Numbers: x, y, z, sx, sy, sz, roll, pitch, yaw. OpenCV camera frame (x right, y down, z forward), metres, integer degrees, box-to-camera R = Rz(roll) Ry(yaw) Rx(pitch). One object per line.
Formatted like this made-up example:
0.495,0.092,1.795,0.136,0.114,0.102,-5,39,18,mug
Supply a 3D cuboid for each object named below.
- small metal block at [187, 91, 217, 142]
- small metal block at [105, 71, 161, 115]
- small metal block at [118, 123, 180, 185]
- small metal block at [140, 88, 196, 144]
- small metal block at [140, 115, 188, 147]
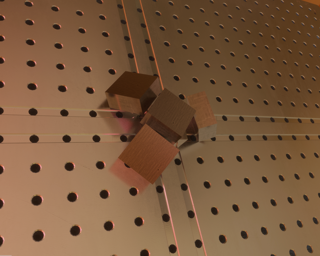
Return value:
0.058,-0.015,0.428,0.025,0.050,0.050,-17,67,0,small metal block
-0.034,-0.047,0.402,0.050,0.025,0.050,14,47,24,small metal block
-0.013,0.030,0.366,0.050,0.025,0.050,38,88,-2,small metal block
0.011,-0.015,0.390,0.050,0.025,0.050,36,51,-5,small metal block
0.004,-0.003,0.412,0.050,0.025,0.050,1,64,-27,small metal block
